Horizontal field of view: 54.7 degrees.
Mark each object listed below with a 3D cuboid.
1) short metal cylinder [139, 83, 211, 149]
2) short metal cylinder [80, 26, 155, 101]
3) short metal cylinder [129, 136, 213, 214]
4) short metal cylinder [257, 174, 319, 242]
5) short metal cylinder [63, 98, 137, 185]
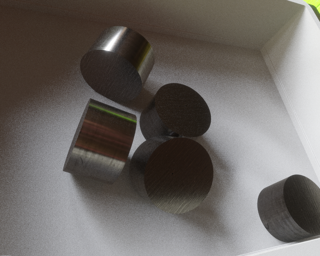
[{"bbox_3d":[0.020,-0.012,0.409,0.081,0.050,0.080,14,56,-21],"label":"short metal cylinder"},{"bbox_3d":[-0.052,-0.080,0.392,0.080,0.080,0.050,29,52,-10],"label":"short metal cylinder"},{"bbox_3d":[0.012,0.049,0.346,0.081,0.050,0.079,0,91,-23],"label":"short metal cylinder"},{"bbox_3d":[0.182,0.110,0.423,0.081,0.050,0.080,14,56,-21],"label":"short metal cylinder"},{"bbox_3d":[-0.064,0.015,0.328,0.050,0.080,0.080,21,54,-17],"label":"short metal cylinder"}]
